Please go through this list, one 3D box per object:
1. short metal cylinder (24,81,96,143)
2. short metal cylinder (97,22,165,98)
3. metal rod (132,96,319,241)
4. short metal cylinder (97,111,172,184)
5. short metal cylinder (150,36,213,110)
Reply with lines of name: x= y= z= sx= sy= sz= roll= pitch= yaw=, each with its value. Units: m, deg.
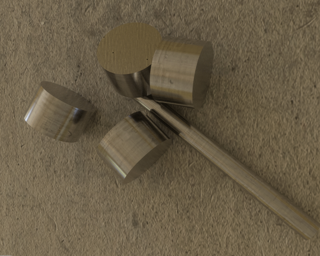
short metal cylinder: x=-0.137 y=-0.023 z=0.428 sx=0.080 sy=0.080 sz=0.050 roll=34 pitch=101 yaw=16
short metal cylinder: x=-0.032 y=-0.085 z=0.390 sx=0.080 sy=0.050 sz=0.080 roll=-5 pitch=62 yaw=9
metal rod: x=0.060 y=0.025 z=0.387 sx=0.300 sy=0.025 sz=0.025 roll=39 pitch=103 yaw=15
short metal cylinder: x=-0.032 y=0.025 z=0.391 sx=0.050 sy=0.080 sz=0.080 roll=46 pitch=104 yaw=14
short metal cylinder: x=0.028 y=-0.066 z=0.370 sx=0.050 sy=0.080 sz=0.079 roll=14 pitch=95 yaw=19
